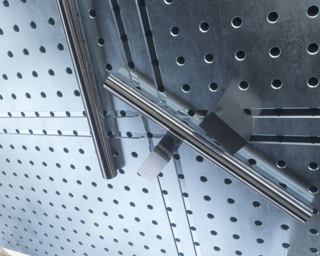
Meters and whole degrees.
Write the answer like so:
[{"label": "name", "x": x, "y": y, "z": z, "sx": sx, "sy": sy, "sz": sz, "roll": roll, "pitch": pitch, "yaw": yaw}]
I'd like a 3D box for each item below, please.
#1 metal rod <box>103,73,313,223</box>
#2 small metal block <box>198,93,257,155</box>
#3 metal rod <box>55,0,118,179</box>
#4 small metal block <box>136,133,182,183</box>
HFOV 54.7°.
[{"label": "metal rod", "x": 0.057, "y": 0.022, "z": 0.394, "sx": 0.301, "sy": 0.025, "sz": 0.025, "roll": 34, "pitch": 129, "yaw": 5}, {"label": "small metal block", "x": 0.078, "y": -0.006, "z": 0.351, "sx": 0.050, "sy": 0.050, "sz": 0.025, "roll": 41, "pitch": 129, "yaw": 0}, {"label": "metal rod", "x": -0.099, "y": -0.055, "z": 0.429, "sx": 0.025, "sy": 0.025, "sz": 0.298, "roll": 6, "pitch": 121, "yaw": 25}, {"label": "small metal block", "x": 0.000, "y": 0.039, "z": 0.419, "sx": 0.025, "sy": 0.050, "sz": 0.050, "roll": 38, "pitch": 129, "yaw": 3}]
